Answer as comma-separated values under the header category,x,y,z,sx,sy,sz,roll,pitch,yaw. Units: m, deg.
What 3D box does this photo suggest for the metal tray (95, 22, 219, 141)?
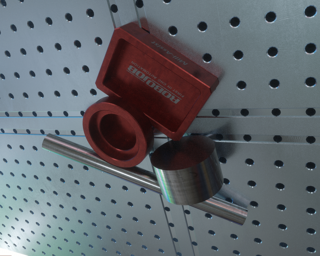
category,x,y,z,sx,sy,sz,roll,pitch,yaw
metal tray,-0.008,-0.054,0.376,0.130,0.030,0.089,35,128,5

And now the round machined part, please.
category,x,y,z,sx,sy,sz,roll,pitch,yaw
round machined part,-0.051,0.001,0.416,0.098,0.042,0.097,14,125,22

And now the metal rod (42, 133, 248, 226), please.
category,x,y,z,sx,sy,sz,roll,pitch,yaw
metal rod,-0.025,0.071,0.440,0.301,0.025,0.025,20,127,5

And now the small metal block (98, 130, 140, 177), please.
category,x,y,z,sx,sy,sz,roll,pitch,yaw
small metal block,-0.063,0.038,0.466,0.050,0.025,0.050,25,127,12

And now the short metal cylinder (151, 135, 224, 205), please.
category,x,y,z,sx,sy,sz,roll,pitch,yaw
short metal cylinder,0.034,0.050,0.386,0.080,0.080,0.050,-4,117,29
